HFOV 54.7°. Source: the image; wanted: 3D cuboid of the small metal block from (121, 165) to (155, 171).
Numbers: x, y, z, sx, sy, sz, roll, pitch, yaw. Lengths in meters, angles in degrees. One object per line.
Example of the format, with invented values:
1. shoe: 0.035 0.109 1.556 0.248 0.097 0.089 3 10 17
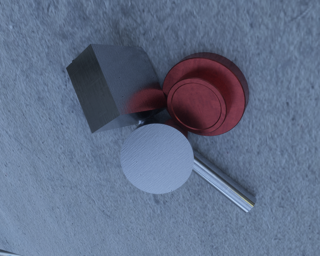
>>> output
1. small metal block: -0.017 0.043 0.427 0.050 0.050 0.025 -23 105 35

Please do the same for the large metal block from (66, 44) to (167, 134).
1. large metal block: -0.047 -0.046 0.354 0.050 0.081 0.080 -29 81 39

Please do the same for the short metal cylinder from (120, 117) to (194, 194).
1. short metal cylinder: -0.001 0.030 0.362 0.080 0.050 0.079 1 101 5

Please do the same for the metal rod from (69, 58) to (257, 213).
1. metal rod: 0.001 0.008 0.412 0.300 0.025 0.025 38 129 1

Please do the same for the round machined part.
1. round machined part: 0.047 -0.032 0.351 0.098 0.042 0.097 13 124 20
